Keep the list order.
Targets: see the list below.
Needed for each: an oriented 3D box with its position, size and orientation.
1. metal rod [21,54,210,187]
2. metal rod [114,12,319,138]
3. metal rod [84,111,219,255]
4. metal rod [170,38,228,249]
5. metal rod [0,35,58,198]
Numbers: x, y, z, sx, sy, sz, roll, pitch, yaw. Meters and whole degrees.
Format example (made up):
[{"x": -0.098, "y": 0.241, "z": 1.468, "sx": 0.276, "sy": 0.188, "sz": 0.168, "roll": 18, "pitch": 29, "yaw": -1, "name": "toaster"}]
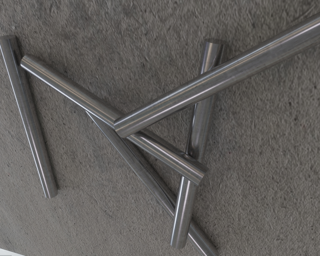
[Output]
[{"x": -0.070, "y": -0.019, "z": 0.404, "sx": 0.300, "sy": 0.025, "sz": 0.025, "roll": 32, "pitch": 129, "yaw": 17, "name": "metal rod"}, {"x": 0.075, "y": -0.056, "z": 0.302, "sx": 0.300, "sy": 0.025, "sz": 0.025, "roll": -25, "pitch": 105, "yaw": 27, "name": "metal rod"}, {"x": -0.007, "y": 0.085, "z": 0.463, "sx": 0.025, "sy": 0.025, "sz": 0.300, "roll": -30, "pitch": 102, "yaw": 38, "name": "metal rod"}, {"x": 0.042, "y": 0.040, "z": 0.391, "sx": 0.025, "sy": 0.025, "sz": 0.298, "roll": 17, "pitch": 120, "yaw": 18, "name": "metal rod"}, {"x": -0.214, "y": -0.002, "z": 0.518, "sx": 0.025, "sy": 0.025, "sz": 0.298, "roll": 11, "pitch": 123, "yaw": 22, "name": "metal rod"}]
